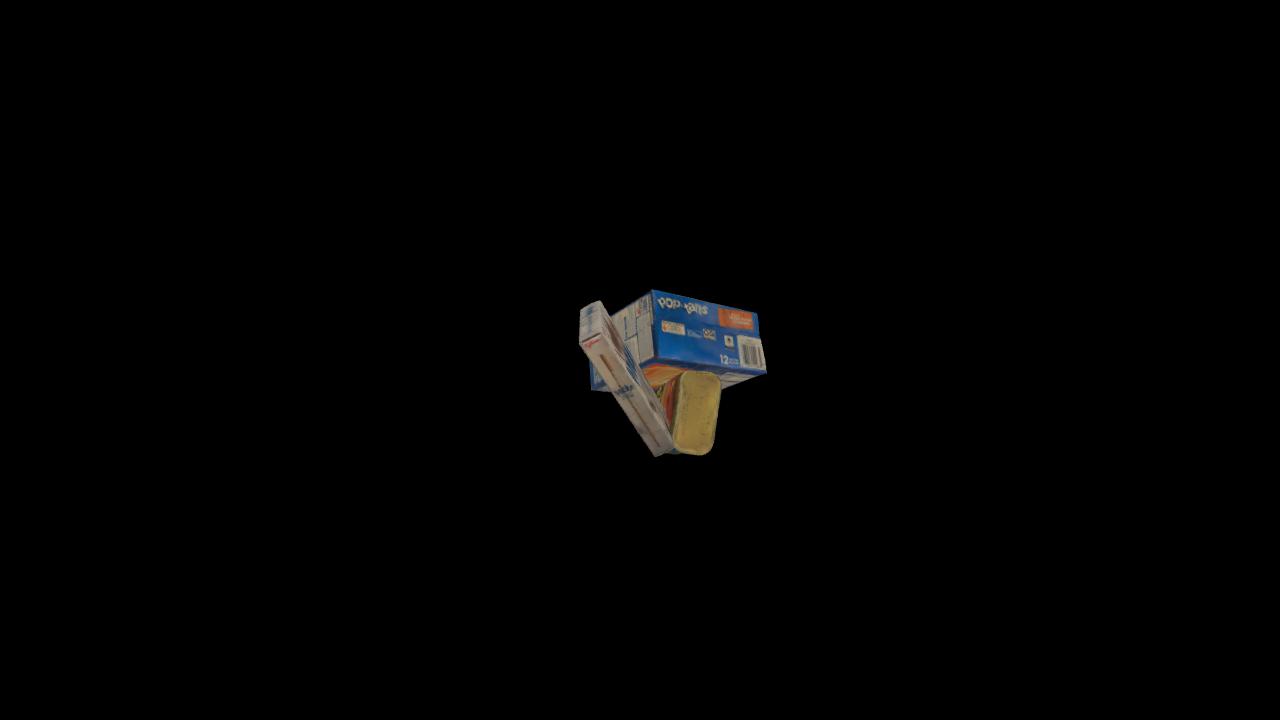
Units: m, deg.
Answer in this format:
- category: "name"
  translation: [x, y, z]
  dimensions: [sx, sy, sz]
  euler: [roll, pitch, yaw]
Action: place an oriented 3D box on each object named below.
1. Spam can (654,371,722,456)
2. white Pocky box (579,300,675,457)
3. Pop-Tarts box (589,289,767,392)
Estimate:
- category: "Spam can"
  translation: [0.053, 0.063, 0.732]
  dimensions: [0.058, 0.101, 0.085]
  euler: [11, -8, -17]
- category: "white Pocky box"
  translation: [-0.014, 0.020, 0.632]
  dimensions: [0.028, 0.154, 0.084]
  euler: [-27, 26, 8]
- category: "Pop-Tarts box"
  translation: [0.042, -0.011, 0.753]
  dimensions: [0.167, 0.083, 0.141]
  euler: [9, -22, -35]
